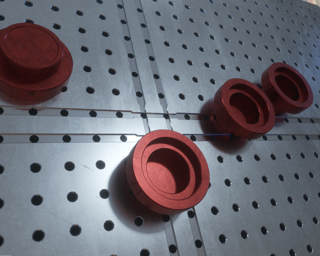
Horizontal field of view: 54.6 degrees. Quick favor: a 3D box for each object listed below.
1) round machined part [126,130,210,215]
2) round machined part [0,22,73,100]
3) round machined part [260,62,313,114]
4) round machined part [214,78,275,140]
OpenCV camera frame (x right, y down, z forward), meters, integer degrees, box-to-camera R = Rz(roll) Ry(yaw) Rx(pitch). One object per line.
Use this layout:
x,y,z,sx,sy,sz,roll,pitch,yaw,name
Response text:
0.006,0.054,0.367,0.099,0.042,0.098,13,56,-21,round machined part
-0.153,-0.085,0.366,0.099,0.042,0.098,13,56,-21,round machined part
0.220,-0.066,0.555,0.099,0.042,0.098,13,56,-21,round machined part
0.125,-0.025,0.479,0.099,0.042,0.098,13,56,-21,round machined part
